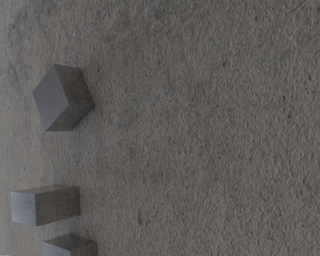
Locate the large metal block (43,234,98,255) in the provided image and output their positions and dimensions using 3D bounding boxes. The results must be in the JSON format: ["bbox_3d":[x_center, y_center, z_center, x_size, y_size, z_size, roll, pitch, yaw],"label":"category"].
[{"bbox_3d":[-0.148,0.228,0.511,0.080,0.050,0.080,-4,88,40],"label":"large metal block"}]

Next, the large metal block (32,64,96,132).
[{"bbox_3d":[-0.165,-0.049,0.525,0.080,0.050,0.080,-39,67,33],"label":"large metal block"}]

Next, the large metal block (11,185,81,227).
[{"bbox_3d":[-0.196,0.130,0.531,0.080,0.081,0.050,-7,86,40],"label":"large metal block"}]
